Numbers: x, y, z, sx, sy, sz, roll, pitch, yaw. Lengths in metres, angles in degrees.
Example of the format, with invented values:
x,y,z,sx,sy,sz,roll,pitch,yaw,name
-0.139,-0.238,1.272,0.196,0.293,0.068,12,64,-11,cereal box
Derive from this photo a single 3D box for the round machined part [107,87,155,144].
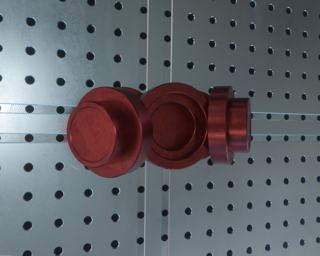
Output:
x,y,z,sx,sy,sz,roll,pitch,yaw,name
-0.045,-0.003,0.387,0.099,0.042,0.097,0,90,-21,round machined part

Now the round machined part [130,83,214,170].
x,y,z,sx,sy,sz,roll,pitch,yaw,name
0.011,-0.002,0.363,0.099,0.042,0.097,0,90,-21,round machined part

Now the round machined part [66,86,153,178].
x,y,z,sx,sy,sz,roll,pitch,yaw,name
-0.060,0.005,0.328,0.042,0.098,0.097,-9,94,-58,round machined part

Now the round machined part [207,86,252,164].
x,y,z,sx,sy,sz,roll,pitch,yaw,name
0.089,-0.004,0.384,0.042,0.098,0.097,0,90,20,round machined part

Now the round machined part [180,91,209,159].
x,y,z,sx,sy,sz,roll,pitch,yaw,name
0.047,-0.003,0.422,0.099,0.042,0.097,0,90,-21,round machined part
